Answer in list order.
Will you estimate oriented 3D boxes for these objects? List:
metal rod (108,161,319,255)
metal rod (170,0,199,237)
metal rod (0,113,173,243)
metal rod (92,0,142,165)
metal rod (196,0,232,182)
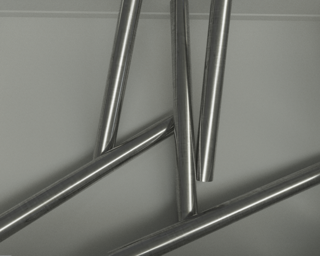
[{"bbox_3d":[0.089,0.093,0.355,0.302,0.025,0.025,-18,71,-15],"label":"metal rod"},{"bbox_3d":[0.029,-0.021,0.389,0.025,0.025,0.298,-1,80,-1],"label":"metal rod"},{"bbox_3d":[-0.091,0.059,0.355,0.302,0.025,0.025,-31,73,-23],"label":"metal rod"},{"bbox_3d":[-0.045,-0.099,0.376,0.025,0.025,0.298,12,97,4],"label":"metal rod"},{"bbox_3d":[0.067,-0.084,0.374,0.025,0.025,0.298,5,95,2],"label":"metal rod"}]
